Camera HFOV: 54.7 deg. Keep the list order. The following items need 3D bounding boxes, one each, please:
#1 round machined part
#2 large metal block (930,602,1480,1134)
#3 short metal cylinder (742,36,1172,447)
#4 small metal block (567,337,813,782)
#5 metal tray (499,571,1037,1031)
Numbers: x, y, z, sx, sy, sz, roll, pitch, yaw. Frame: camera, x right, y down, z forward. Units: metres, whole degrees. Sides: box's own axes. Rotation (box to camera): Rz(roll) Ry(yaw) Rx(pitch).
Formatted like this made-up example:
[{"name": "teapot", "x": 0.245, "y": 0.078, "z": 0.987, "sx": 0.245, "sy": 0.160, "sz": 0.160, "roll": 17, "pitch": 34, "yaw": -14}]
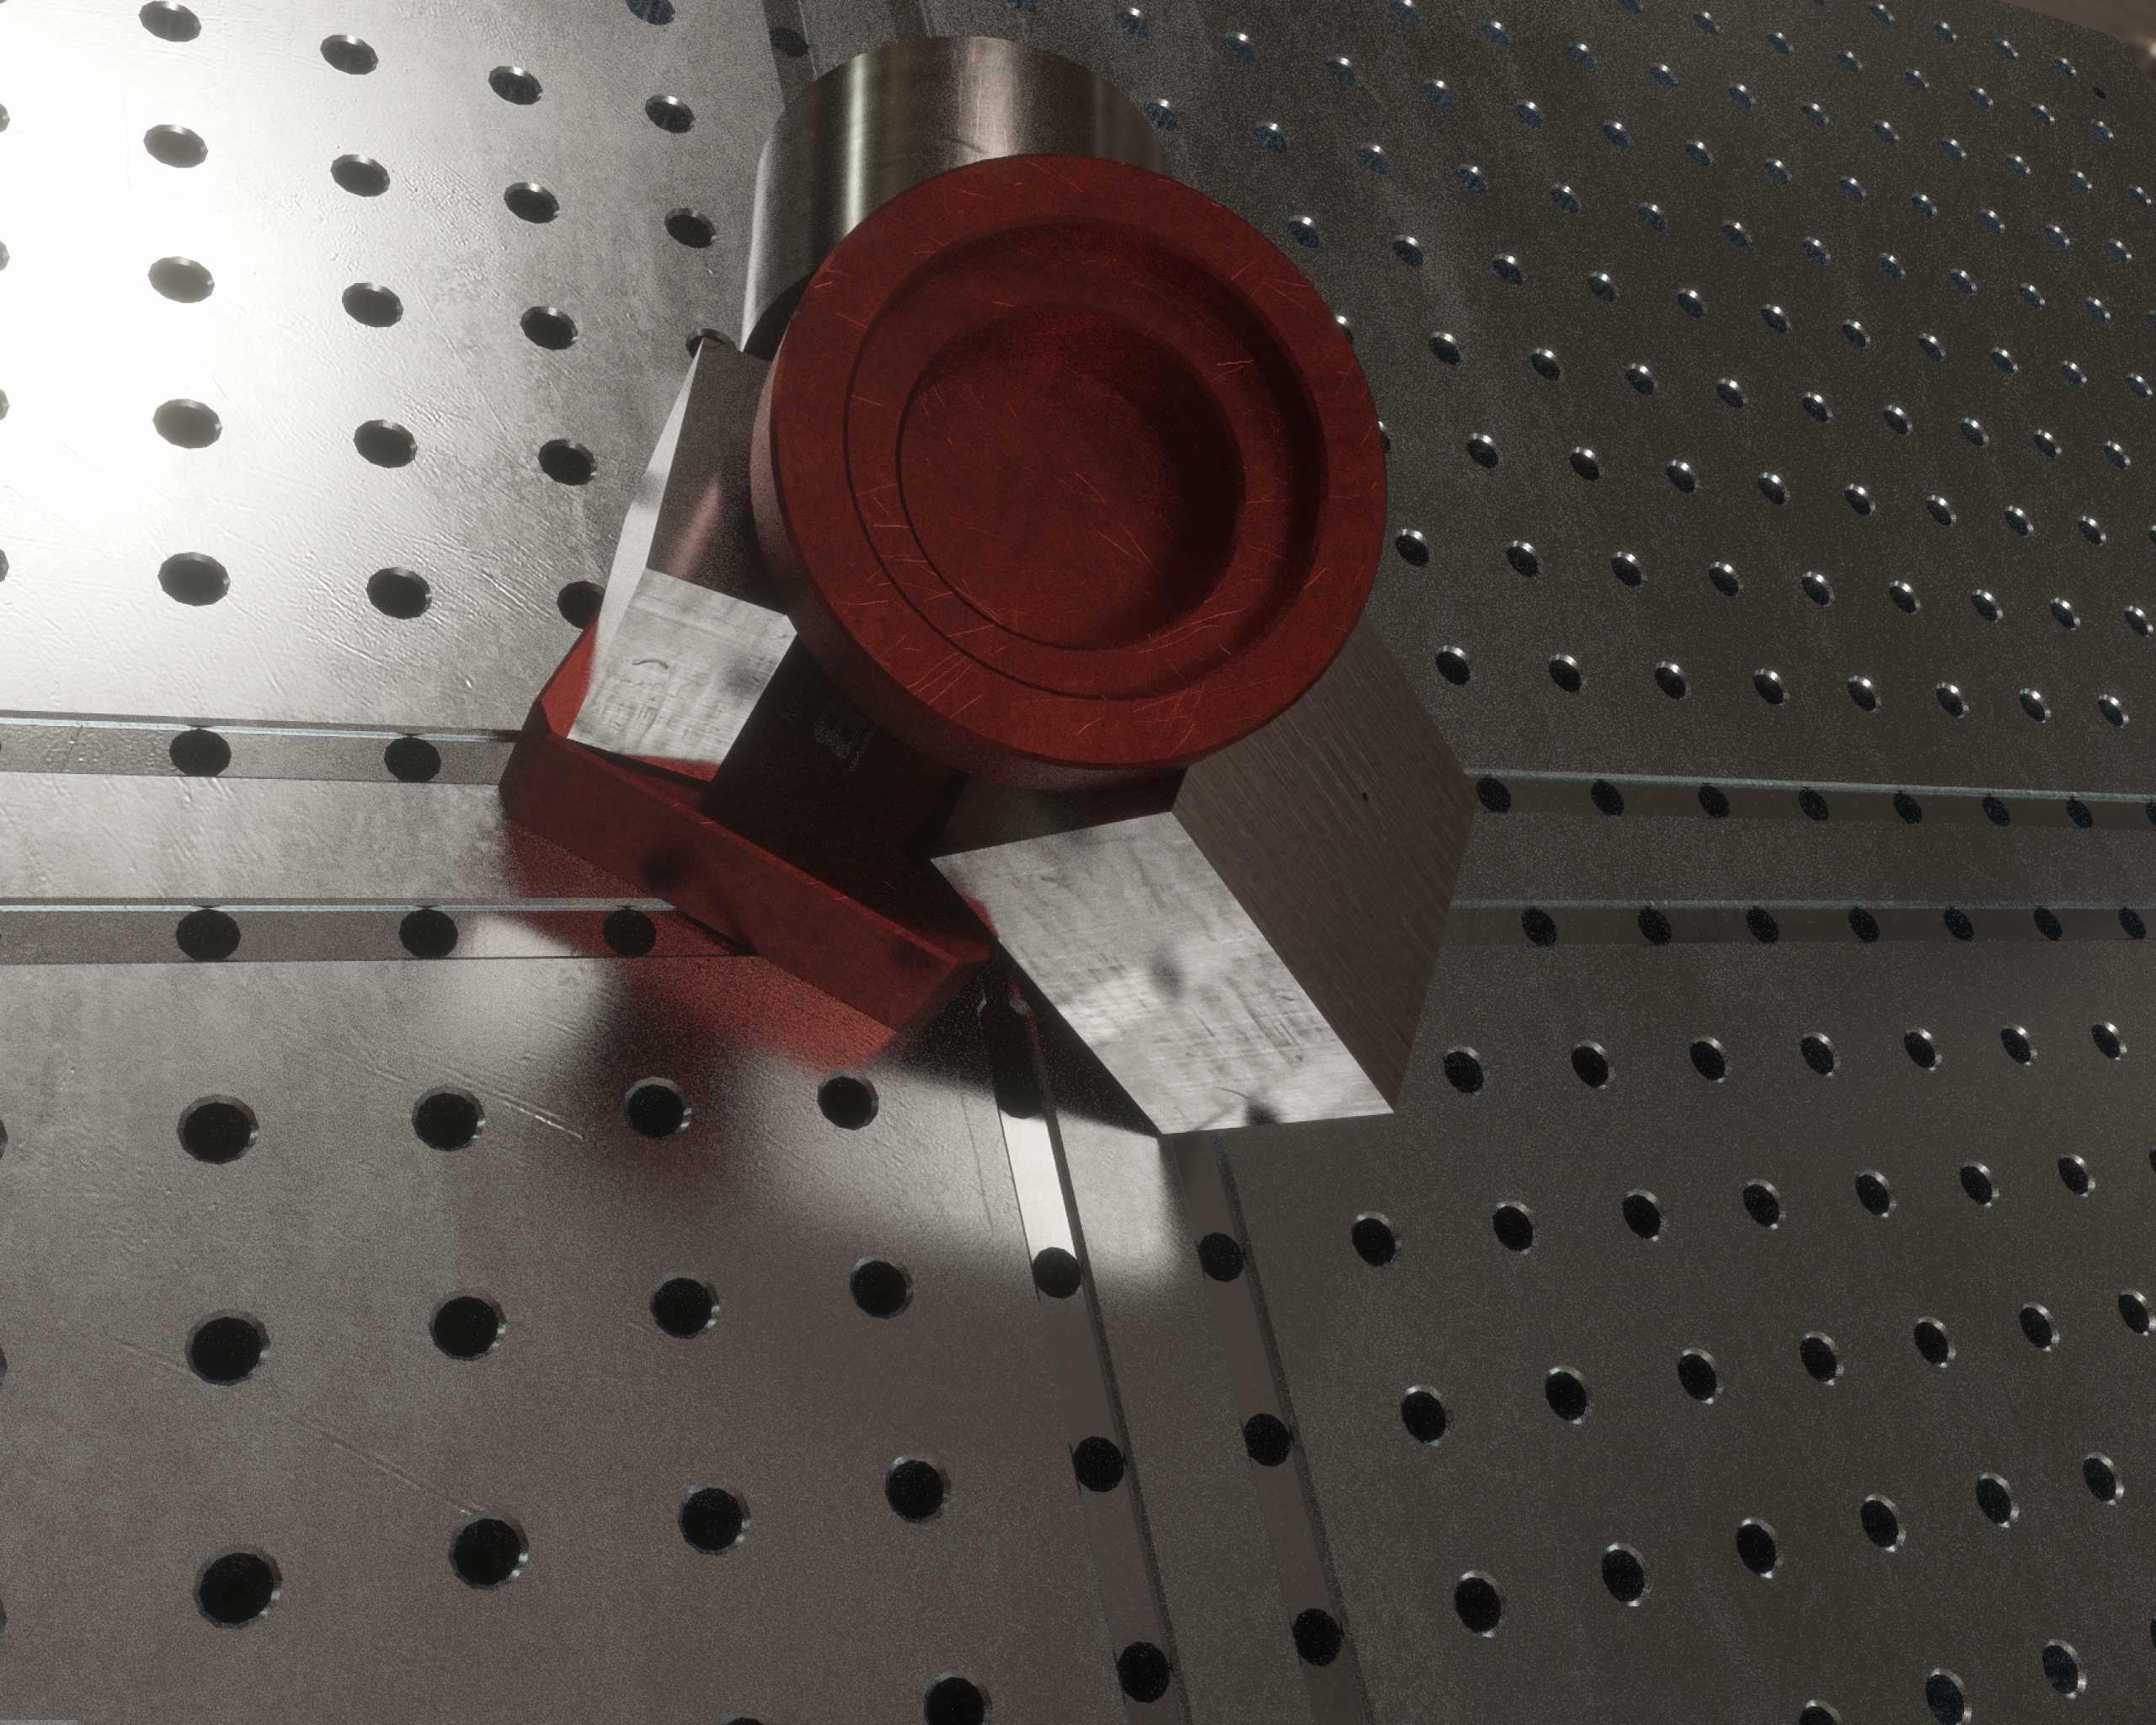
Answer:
[{"name": "round machined part", "x": -0.004, "y": -0.059, "z": 0.337, "sx": 0.099, "sy": 0.042, "sz": 0.097, "roll": 3, "pitch": 81, "yaw": -17}, {"name": "large metal block", "x": 0.028, "y": -0.007, "z": 0.390, "sx": 0.080, "sy": 0.050, "sz": 0.080, "roll": 52, "pitch": 44, "yaw": -32}, {"name": "short metal cylinder", "x": -0.021, "y": -0.103, "z": 0.387, "sx": 0.081, "sy": 0.080, "sz": 0.050, "roll": 13, "pitch": 57, "yaw": -22}, {"name": "small metal block", "x": -0.062, "y": -0.050, "z": 0.350, "sx": 0.025, "sy": 0.050, "sz": 0.050, "roll": 18, "pitch": 55, "yaw": -19}, {"name": "metal tray", "x": -0.041, "y": -0.042, "z": 0.410, "sx": 0.090, "sy": 0.030, "sz": 0.130, "roll": 30, "pitch": 52, "yaw": -9}]
